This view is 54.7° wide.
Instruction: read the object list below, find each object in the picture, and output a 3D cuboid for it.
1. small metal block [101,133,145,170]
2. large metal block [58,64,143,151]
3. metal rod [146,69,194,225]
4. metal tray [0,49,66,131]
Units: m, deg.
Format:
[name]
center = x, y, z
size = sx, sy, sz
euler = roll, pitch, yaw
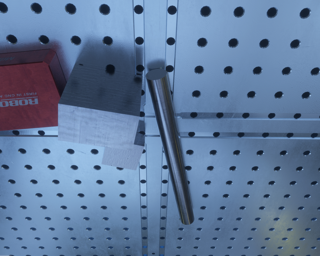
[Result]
[small metal block]
center = -0.052, 0.030, 0.437
size = 0.050, 0.025, 0.050
euler = 12, 129, -11
[large metal block]
center = -0.065, -0.025, 0.353
size = 0.081, 0.080, 0.050
euler = 9, 130, -8
[metal rod]
center = 0.022, 0.049, 0.454
size = 0.025, 0.025, 0.298
euler = -8, 130, 6
[metal tray]
center = -0.179, -0.041, 0.371
size = 0.131, 0.030, 0.089
euler = -5, 130, 3
